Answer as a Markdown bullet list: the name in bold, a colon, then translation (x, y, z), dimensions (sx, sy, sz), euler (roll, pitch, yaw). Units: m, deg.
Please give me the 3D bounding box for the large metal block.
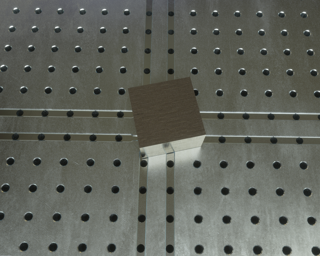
- **large metal block**: translation (0.007, -0.013, 0.402), dimensions (0.080, 0.050, 0.080), euler (-11, 71, -4)
